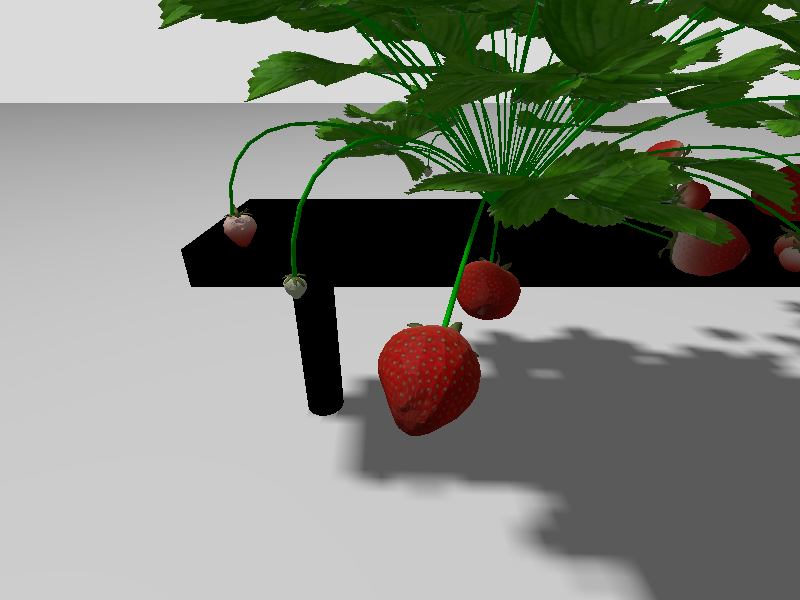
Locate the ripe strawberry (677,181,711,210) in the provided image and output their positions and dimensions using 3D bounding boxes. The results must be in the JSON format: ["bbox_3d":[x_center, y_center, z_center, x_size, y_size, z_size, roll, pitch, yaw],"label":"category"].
[{"bbox_3d":[0.260,-0.090,0.356,0.029,0.030,0.026,-1,28,-3],"label":"ripe strawberry"}]

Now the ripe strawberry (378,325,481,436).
[{"bbox_3d":[0.008,0.027,0.131,0.034,0.036,0.037,9,30,16],"label":"ripe strawberry"}]

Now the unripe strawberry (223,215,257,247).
[{"bbox_3d":[-0.114,-0.050,0.288,0.023,0.023,0.025,-9,29,-17],"label":"unripe strawberry"}]

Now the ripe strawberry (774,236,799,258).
[{"bbox_3d":[0.251,-0.030,0.252,0.023,0.023,0.025,-8,18,41],"label":"ripe strawberry"}]

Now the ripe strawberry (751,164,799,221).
[{"bbox_3d":[0.329,-0.091,0.339,0.052,0.045,0.052,-1,28,-1],"label":"ripe strawberry"}]

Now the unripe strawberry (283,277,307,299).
[{"bbox_3d":[-0.050,-0.006,0.191,0.011,0.011,0.010,20,34,33],"label":"unripe strawberry"}]

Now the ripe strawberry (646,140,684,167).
[{"bbox_3d":[0.329,-0.177,0.503,0.044,0.046,0.040,21,34,35],"label":"ripe strawberry"}]

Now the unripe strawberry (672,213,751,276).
[{"bbox_3d":[0.182,-0.031,0.236,0.033,0.038,0.036,-19,34,-31],"label":"unripe strawberry"}]

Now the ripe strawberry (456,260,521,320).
[{"bbox_3d":[0.042,-0.004,0.193,0.032,0.027,0.032,7,36,13],"label":"ripe strawberry"}]

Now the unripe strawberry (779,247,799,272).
[{"bbox_3d":[0.237,-0.024,0.240,0.015,0.015,0.014,22,35,35],"label":"unripe strawberry"}]

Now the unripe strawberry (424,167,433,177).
[{"bbox_3d":[0.034,-0.156,0.487,0.011,0.011,0.010,-10,29,-18],"label":"unripe strawberry"}]
